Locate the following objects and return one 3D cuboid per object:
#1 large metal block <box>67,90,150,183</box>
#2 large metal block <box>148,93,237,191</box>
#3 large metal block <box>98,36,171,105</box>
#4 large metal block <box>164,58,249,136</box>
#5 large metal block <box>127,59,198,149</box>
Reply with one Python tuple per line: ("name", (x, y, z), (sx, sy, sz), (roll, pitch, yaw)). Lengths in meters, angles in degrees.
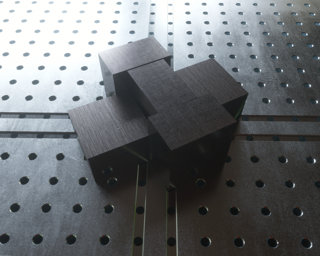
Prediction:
("large metal block", (-0.059, 0.008, 0.386), (0.081, 0.050, 0.080), (-21, 53, -17))
("large metal block", (0.034, 0.016, 0.358), (0.081, 0.080, 0.050), (-22, 54, -19))
("large metal block", (-0.033, -0.070, 0.430), (0.081, 0.080, 0.050), (-22, 53, -18))
("large metal block", (0.059, -0.042, 0.427), (0.081, 0.050, 0.080), (-23, 56, -18))
("large metal block", (0.001, -0.027, 0.395), (0.050, 0.080, 0.080), (-23, 54, -18))
